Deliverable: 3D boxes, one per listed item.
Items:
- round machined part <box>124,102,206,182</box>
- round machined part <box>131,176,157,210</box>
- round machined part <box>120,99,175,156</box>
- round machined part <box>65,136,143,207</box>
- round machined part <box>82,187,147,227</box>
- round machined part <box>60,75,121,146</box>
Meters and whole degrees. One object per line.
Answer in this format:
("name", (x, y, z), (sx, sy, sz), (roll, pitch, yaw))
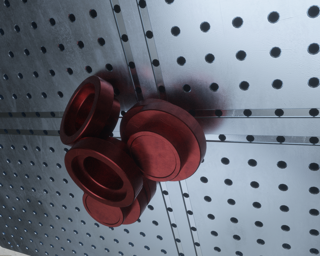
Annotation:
("round machined part", (0.000, 0.023, 0.359), (0.098, 0.042, 0.097), (13, 123, 21))
("round machined part", (-0.058, 0.085, 0.457), (0.098, 0.042, 0.097), (13, 124, 21))
("round machined part", (-0.009, 0.016, 0.388), (0.098, 0.042, 0.097), (13, 124, 21))
("round machined part", (-0.064, 0.049, 0.382), (0.098, 0.042, 0.097), (17, 134, 19))
("round machined part", (-0.071, 0.104, 0.448), (0.098, 0.042, 0.097), (13, 124, 21))
("round machined part", (-0.090, -0.017, 0.413), (0.042, 0.098, 0.098), (26, 138, -35))
